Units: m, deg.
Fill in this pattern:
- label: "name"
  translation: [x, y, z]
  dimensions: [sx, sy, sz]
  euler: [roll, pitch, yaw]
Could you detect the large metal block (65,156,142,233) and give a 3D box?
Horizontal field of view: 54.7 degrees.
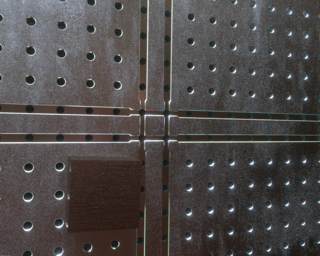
- label: "large metal block"
  translation: [-0.069, 0.076, 0.375]
  dimensions: [0.081, 0.050, 0.079]
  euler: [3, 89, -20]
